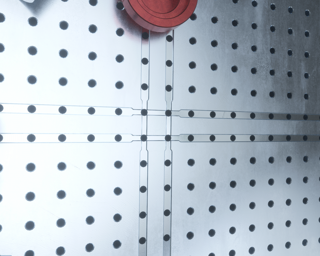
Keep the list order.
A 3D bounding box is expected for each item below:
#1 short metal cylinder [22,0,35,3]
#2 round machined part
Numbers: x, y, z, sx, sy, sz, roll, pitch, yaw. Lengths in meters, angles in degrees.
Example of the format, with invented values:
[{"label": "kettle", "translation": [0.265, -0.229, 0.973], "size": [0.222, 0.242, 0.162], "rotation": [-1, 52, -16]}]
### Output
[{"label": "short metal cylinder", "translation": [-0.152, -0.182, 0.327], "size": [0.080, 0.080, 0.050], "rotation": [38, 78, -16]}, {"label": "round machined part", "translation": [-0.004, -0.173, 0.402], "size": [0.099, 0.042, 0.097], "rotation": [0, 90, -20]}]
